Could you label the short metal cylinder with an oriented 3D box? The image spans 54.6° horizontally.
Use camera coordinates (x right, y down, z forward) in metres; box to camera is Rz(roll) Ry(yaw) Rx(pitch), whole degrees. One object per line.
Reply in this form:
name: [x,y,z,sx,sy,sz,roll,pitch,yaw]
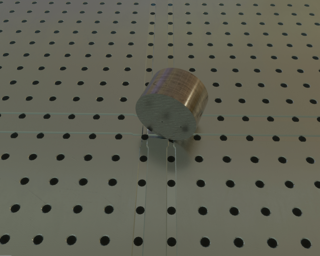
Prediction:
short metal cylinder: [0.016,-0.030,0.397,0.080,0.080,0.050,17,52,14]
